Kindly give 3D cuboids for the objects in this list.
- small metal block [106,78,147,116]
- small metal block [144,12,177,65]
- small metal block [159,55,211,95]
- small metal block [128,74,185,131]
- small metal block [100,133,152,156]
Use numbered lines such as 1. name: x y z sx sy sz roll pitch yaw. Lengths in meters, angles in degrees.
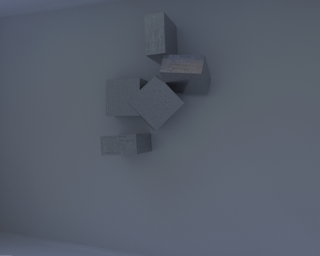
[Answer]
1. small metal block: -0.046 -0.041 0.427 0.050 0.025 0.050 1 90 20
2. small metal block: 0.002 -0.112 0.395 0.025 0.050 0.050 -3 87 20
3. small metal block: 0.032 -0.065 0.383 0.050 0.050 0.025 6 69 20
4. small metal block: -0.006 -0.032 0.397 0.050 0.025 0.050 -44 96 -5
5. small metal block: -0.044 0.021 0.413 0.050 0.050 0.025 -4 89 20
